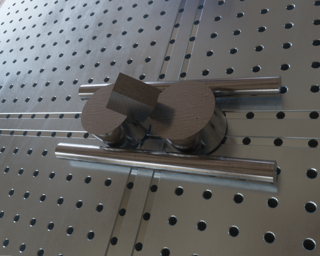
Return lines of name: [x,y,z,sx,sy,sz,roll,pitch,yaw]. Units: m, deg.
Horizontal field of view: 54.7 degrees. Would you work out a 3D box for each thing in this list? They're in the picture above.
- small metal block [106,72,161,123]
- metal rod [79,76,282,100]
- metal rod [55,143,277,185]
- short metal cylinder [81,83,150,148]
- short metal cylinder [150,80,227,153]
small metal block: [-0.033,-0.034,0.367,0.050,0.050,0.025,22,66,-10]
metal rod: [0.008,-0.053,0.432,0.300,0.025,0.025,2,63,29]
metal rod: [-0.014,0.040,0.387,0.300,0.025,0.025,3,63,29]
short metal cylinder: [-0.061,-0.015,0.429,0.080,0.050,0.080,-13,56,21]
short metal cylinder: [0.035,-0.011,0.376,0.080,0.050,0.080,-13,56,21]
